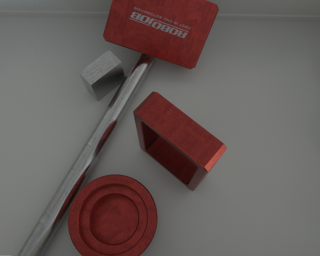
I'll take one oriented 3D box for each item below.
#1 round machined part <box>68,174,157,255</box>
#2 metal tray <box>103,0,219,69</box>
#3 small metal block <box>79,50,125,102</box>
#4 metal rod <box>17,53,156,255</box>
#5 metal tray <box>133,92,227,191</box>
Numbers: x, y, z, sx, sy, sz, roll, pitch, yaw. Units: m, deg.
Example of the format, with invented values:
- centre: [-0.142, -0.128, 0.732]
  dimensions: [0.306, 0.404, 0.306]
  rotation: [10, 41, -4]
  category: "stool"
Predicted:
- centre: [-0.052, 0.106, 0.361]
  dimensions: [0.099, 0.042, 0.098]
  rotation: [0, 70, -1]
  category: "round machined part"
- centre: [0.000, -0.142, 0.413]
  dimensions: [0.131, 0.030, 0.089]
  rotation: [16, 114, -12]
  category: "metal tray"
- centre: [-0.077, -0.070, 0.421]
  dimensions: [0.050, 0.050, 0.025]
  rotation: [-41, 75, -14]
  category: "small metal block"
- centre: [-0.084, 0.024, 0.399]
  dimensions: [0.025, 0.025, 0.300]
  rotation: [25, 72, 8]
  category: "metal rod"
- centre: [0.018, 0.022, 0.346]
  dimensions: [0.090, 0.130, 0.030]
  rotation: [39, 75, 12]
  category: "metal tray"
